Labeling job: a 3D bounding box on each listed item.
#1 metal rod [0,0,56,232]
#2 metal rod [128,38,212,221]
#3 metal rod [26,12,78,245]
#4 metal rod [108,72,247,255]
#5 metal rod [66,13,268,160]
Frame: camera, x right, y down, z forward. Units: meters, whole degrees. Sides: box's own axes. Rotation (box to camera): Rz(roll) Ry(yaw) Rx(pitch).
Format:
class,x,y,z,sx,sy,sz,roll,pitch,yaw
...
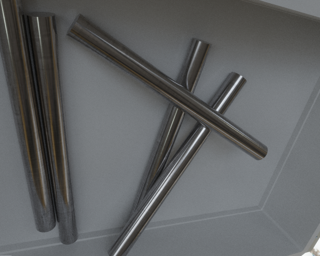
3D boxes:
class,x,y,z,sx,sy,sz,roll,pitch,yaw
metal rod,-0.140,-0.002,0.330,0.025,0.025,0.298,-10,123,-23
metal rod,0.005,0.026,0.427,0.025,0.025,0.298,6,116,-31
metal rod,-0.118,0.024,0.358,0.025,0.025,0.298,-10,123,-23
metal rod,0.023,0.053,0.426,0.025,0.025,0.299,34,91,-39
metal rod,0.030,-0.033,0.372,0.301,0.025,0.025,31,101,-28
